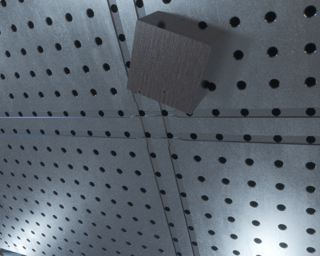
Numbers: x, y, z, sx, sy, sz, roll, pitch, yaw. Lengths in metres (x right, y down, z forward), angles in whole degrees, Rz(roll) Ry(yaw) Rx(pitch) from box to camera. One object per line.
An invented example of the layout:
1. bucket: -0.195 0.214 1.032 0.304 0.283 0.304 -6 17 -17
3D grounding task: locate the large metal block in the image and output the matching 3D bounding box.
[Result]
1. large metal block: 0.016 -0.073 0.341 0.080 0.050 0.079 23 127 13
